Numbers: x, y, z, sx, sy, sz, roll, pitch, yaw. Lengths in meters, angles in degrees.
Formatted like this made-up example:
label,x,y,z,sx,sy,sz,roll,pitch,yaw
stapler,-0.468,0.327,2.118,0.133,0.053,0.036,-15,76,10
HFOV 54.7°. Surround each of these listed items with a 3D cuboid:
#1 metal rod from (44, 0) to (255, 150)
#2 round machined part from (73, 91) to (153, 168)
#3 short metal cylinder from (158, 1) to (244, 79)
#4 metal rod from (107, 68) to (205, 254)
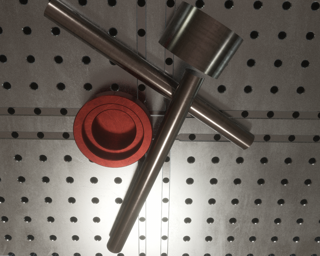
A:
label,x,y,z,sx,sy,sz,roll,pitch,yaw
metal rod,-0.004,-0.061,0.390,0.301,0.025,0.025,33,107,-12
round machined part,-0.058,-0.001,0.403,0.099,0.042,0.097,0,110,-1
short metal cylinder,0.045,-0.098,0.349,0.080,0.080,0.050,29,107,-11
metal rod,-0.015,0.061,0.419,0.025,0.025,0.298,21,115,-8
